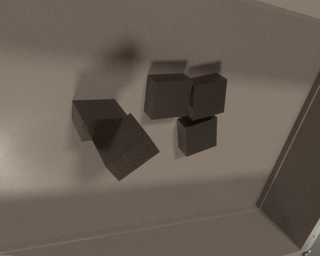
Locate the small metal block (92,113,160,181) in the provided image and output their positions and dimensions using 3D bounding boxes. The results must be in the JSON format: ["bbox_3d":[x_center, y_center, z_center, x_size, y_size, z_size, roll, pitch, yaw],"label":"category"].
[{"bbox_3d":[-0.036,0.018,0.321,0.050,0.050,0.025,-36,130,-5],"label":"small metal block"}]

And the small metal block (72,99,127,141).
[{"bbox_3d":[-0.069,-0.010,0.350,0.050,0.050,0.025,-5,121,-27],"label":"small metal block"}]

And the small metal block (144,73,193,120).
[{"bbox_3d":[0.010,-0.040,0.391,0.050,0.025,0.050,-7,122,-25],"label":"small metal block"}]

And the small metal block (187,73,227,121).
[{"bbox_3d":[0.060,-0.043,0.417,0.050,0.025,0.050,-15,125,-20],"label":"small metal block"}]

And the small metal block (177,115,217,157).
[{"bbox_3d":[0.053,0.007,0.444,0.050,0.025,0.050,-18,126,-18],"label":"small metal block"}]
